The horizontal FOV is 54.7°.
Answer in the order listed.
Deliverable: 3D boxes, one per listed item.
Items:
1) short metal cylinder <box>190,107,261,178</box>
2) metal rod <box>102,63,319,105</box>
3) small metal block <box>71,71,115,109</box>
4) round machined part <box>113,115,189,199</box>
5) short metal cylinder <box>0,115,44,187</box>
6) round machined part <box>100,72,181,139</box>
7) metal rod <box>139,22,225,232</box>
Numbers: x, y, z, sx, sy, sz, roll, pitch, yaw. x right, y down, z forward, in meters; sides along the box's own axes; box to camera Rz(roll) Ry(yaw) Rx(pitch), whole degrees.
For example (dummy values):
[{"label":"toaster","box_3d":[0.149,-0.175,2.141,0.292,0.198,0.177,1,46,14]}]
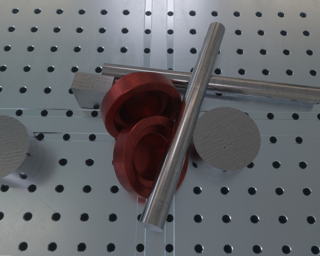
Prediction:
[{"label":"short metal cylinder","box_3d":[0.080,0.020,0.392,0.081,0.050,0.080,0,70,0]},{"label":"metal rod","box_3d":[0.070,-0.063,0.434,0.302,0.025,0.025,7,70,2]},{"label":"small metal block","box_3d":[-0.085,-0.048,0.414,0.050,0.050,0.025,8,66,3]},{"label":"round machined part","box_3d":[-0.015,0.034,0.372,0.099,0.042,0.097,2,86,-40]},{"label":"short metal cylinder","box_3d":[-0.194,0.030,0.386,0.081,0.050,0.080,0,70,0]},{"label":"round machined part","box_3d":[-0.026,-0.031,0.387,0.099,0.098,0.042,-22,52,-8]},{"label":"metal rod","box_3d":[0.037,-0.024,0.379,0.025,0.025,0.300,17,60,6]}]
